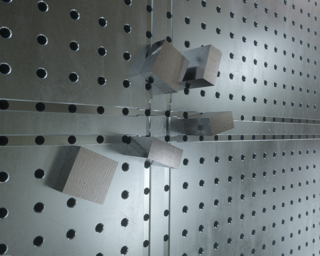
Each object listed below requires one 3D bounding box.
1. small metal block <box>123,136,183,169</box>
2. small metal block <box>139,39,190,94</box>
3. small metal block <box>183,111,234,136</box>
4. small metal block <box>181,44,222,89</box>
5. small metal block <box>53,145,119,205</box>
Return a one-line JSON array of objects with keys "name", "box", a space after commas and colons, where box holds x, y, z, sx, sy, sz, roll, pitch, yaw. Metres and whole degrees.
[{"name": "small metal block", "box": [-0.008, 0.030, 0.385, 0.050, 0.050, 0.025, 25, 75, -37]}, {"name": "small metal block", "box": [0.007, -0.081, 0.414, 0.050, 0.025, 0.050, 34, 69, -35]}, {"name": "small metal block", "box": [0.071, -0.007, 0.451, 0.050, 0.050, 0.025, -16, 101, -39]}, {"name": "small metal block", "box": [0.056, -0.085, 0.438, 0.025, 0.050, 0.050, 23, 75, -38]}, {"name": "small metal block", "box": [-0.081, 0.052, 0.341, 0.050, 0.025, 0.050, 30, 72, -36]}]
